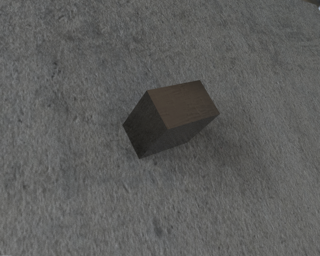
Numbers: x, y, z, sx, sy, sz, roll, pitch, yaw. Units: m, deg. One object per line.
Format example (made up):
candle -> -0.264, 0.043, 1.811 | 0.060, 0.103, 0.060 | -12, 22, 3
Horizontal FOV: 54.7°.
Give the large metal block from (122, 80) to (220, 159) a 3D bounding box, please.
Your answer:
large metal block -> 0.012, -0.010, 0.383 | 0.081, 0.080, 0.050 | -16, 71, -35
